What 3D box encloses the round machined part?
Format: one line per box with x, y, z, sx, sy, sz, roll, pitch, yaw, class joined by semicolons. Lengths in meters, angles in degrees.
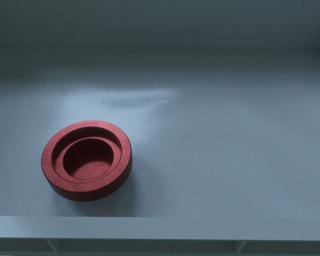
-0.081;0.041;0.359;0.099;0.042;0.098;0;50;0;round machined part
